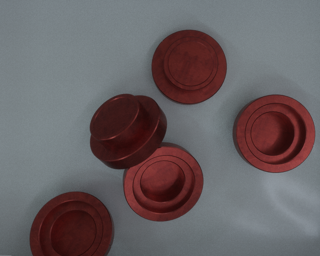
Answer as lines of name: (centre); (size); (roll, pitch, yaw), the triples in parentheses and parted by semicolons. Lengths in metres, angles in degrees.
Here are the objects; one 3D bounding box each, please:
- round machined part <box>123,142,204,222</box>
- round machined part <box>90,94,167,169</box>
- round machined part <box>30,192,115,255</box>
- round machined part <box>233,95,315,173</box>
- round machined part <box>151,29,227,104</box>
round machined part: (0.002, 0.065, 0.395); (0.099, 0.042, 0.097); (-2, 103, -10)
round machined part: (-0.045, -0.003, 0.374); (0.098, 0.098, 0.042); (-38, 133, 0)
round machined part: (-0.106, 0.133, 0.390); (0.099, 0.042, 0.098); (0, 65, 0)
round machined part: (0.144, 0.007, 0.404); (0.099, 0.042, 0.097); (0, 90, 0)
round machined part: (0.038, -0.080, 0.403); (0.099, 0.042, 0.097); (0, 90, 0)
